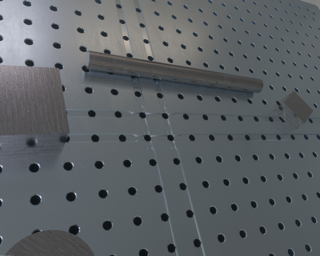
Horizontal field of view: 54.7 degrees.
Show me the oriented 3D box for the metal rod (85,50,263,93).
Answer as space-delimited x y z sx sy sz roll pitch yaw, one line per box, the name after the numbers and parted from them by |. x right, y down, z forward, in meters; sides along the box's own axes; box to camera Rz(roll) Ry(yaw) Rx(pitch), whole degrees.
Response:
0.038 -0.082 0.479 0.302 0.025 0.025 3 60 -27 | metal rod

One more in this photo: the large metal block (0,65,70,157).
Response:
-0.146 -0.018 0.324 0.081 0.050 0.080 -3 63 -30 | large metal block

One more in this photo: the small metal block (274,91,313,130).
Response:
0.241 -0.032 0.558 0.050 0.025 0.050 48 51 5 | small metal block

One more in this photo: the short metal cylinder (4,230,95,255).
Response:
-0.097 0.132 0.260 0.081 0.050 0.080 14 56 -21 | short metal cylinder
